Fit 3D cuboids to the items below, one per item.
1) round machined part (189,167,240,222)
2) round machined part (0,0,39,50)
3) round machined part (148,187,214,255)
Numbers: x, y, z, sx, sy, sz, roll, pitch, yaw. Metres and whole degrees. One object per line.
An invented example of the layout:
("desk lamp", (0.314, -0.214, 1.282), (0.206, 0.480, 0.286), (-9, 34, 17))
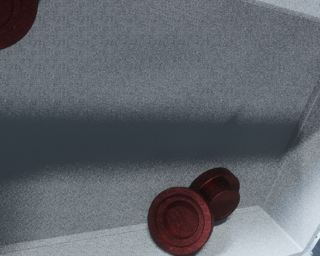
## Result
("round machined part", (0.095, 0.118, 0.522), (0.099, 0.042, 0.097), (-14, 124, -21))
("round machined part", (-0.150, -0.108, 0.249), (0.099, 0.042, 0.097), (-14, 124, -21))
("round machined part", (0.034, 0.140, 0.476), (0.098, 0.098, 0.042), (-47, 159, 4))
